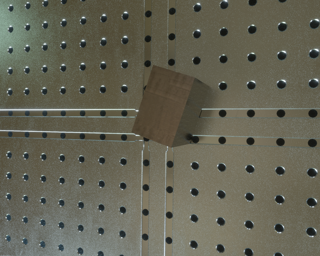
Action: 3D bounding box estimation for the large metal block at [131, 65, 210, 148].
[{"bbox_3d":[0.016,-0.024,0.378,0.050,0.080,0.080,21,97,19],"label":"large metal block"}]
